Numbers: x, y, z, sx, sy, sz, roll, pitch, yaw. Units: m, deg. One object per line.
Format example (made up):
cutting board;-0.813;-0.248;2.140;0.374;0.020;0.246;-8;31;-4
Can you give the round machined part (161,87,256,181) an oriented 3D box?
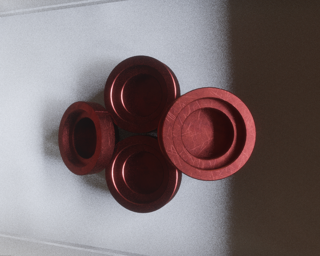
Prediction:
round machined part;0.050;0.006;0.341;0.099;0.042;0.097;0;90;-2

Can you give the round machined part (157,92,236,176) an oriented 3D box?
round machined part;0.046;0.006;0.372;0.099;0.042;0.097;0;89;-3

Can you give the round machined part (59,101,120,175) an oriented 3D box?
round machined part;-0.093;0.013;0.422;0.098;0.042;0.097;0;89;40

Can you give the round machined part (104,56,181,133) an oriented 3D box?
round machined part;-0.020;-0.042;0.406;0.098;0.042;0.097;0;90;20

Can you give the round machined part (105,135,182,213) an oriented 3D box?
round machined part;-0.018;0.057;0.405;0.098;0.042;0.097;0;90;20
